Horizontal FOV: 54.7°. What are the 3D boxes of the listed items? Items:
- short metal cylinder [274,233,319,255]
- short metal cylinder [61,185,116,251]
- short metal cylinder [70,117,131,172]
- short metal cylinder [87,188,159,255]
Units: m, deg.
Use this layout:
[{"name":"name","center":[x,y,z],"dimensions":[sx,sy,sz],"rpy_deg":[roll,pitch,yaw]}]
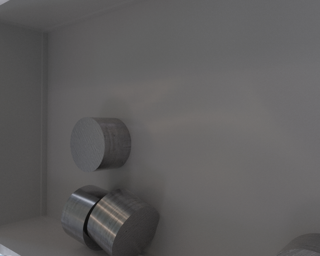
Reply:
[{"name":"short metal cylinder","center":[0.140,0.141,0.275],"dimensions":[0.080,0.050,0.080],"rpy_deg":[0,90,40]},{"name":"short metal cylinder","center":[-0.093,0.128,0.448],"dimensions":[0.050,0.081,0.079],"rpy_deg":[10,97,39]},{"name":"short metal cylinder","center":[-0.090,0.024,0.465],"dimensions":[0.080,0.050,0.080],"rpy_deg":[0,90,40]},{"name":"short metal cylinder","center":[-0.048,0.128,0.411],"dimensions":[0.050,0.081,0.079],"rpy_deg":[25,106,37]}]
